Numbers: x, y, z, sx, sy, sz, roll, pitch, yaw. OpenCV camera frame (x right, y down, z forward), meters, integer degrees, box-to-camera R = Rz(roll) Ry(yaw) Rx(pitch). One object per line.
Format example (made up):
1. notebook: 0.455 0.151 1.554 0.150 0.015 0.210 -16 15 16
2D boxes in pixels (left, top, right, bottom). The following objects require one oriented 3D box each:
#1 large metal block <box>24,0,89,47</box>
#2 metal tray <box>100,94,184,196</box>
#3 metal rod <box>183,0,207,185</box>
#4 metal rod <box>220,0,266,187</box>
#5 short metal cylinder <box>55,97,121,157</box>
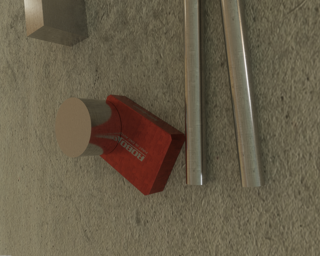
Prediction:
1. large metal block: -0.169 -0.187 0.505 0.050 0.081 0.080 -11 83 39
2. metal tray: -0.036 0.020 0.429 0.130 0.030 0.089 34 111 34
3. metal rod: 0.041 -0.083 0.369 0.025 0.025 0.298 -2 89 39
4. metal rod: 0.083 -0.088 0.335 0.025 0.025 0.298 -9 84 39
5. short metal cylinder: -0.100 -0.001 0.429 0.080 0.050 0.079 0 90 39
